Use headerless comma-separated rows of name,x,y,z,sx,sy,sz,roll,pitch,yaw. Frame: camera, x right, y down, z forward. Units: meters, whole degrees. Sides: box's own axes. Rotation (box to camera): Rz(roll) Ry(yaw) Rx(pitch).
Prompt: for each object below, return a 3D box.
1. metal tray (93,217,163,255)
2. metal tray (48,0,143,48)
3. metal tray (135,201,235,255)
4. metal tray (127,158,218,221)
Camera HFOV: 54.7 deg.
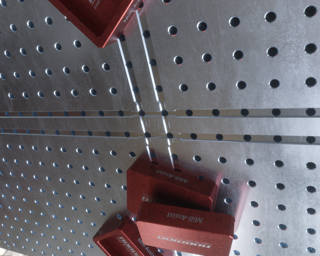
metal tray,-0.053,0.233,0.577,0.090,0.030,0.130,-33,101,38
metal tray,-0.060,-0.164,0.336,0.090,0.030,0.129,44,129,-3
metal tray,0.037,0.149,0.447,0.131,0.030,0.090,6,140,11
metal tray,0.014,0.106,0.465,0.130,0.030,0.089,16,125,18
